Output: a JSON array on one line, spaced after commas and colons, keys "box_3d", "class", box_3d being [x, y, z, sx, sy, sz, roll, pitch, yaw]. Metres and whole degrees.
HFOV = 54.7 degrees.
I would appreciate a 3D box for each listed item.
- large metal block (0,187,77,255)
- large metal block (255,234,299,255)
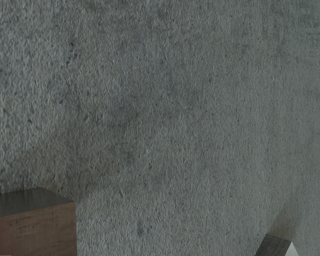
[{"box_3d": [-0.126, 0.088, 0.263, 0.081, 0.080, 0.050, -3, 92, -40], "class": "large metal block"}, {"box_3d": [0.215, 0.258, 0.569, 0.080, 0.050, 0.080, -46, 118, -30], "class": "large metal block"}]
